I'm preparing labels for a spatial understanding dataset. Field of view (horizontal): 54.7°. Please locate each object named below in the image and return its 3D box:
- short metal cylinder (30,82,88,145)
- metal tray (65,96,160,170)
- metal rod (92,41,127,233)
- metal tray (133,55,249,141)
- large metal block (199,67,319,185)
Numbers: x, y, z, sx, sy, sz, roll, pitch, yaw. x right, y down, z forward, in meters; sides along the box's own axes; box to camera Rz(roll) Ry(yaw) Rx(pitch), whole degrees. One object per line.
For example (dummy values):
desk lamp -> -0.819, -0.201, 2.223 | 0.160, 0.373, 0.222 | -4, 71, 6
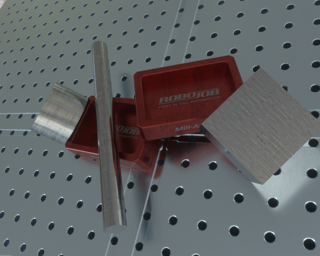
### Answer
short metal cylinder -> -0.149, -0.022, 0.461 | 0.080, 0.050, 0.080 | -49, 23, 31
metal tray -> -0.062, 0.003, 0.435 | 0.130, 0.030, 0.090 | 7, 65, 31
metal rod -> -0.073, -0.012, 0.415 | 0.025, 0.025, 0.299 | -23, 53, 15
metal tray -> 0.036, -0.039, 0.386 | 0.131, 0.030, 0.090 | -10, 56, 3
large metal block -> 0.098, 0.000, 0.318 | 0.080, 0.050, 0.080 | -44, 82, -2
